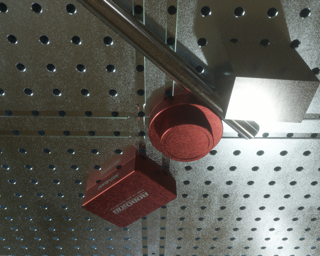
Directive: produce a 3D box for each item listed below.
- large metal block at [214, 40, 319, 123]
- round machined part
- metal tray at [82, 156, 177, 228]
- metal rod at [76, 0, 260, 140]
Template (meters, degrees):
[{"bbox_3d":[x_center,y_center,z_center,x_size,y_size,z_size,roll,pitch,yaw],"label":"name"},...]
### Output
[{"bbox_3d":[0.108,-0.052,0.333,0.081,0.080,0.050,3,130,-3],"label":"large metal block"},{"bbox_3d":[0.034,0.007,0.407,0.099,0.042,0.097,0,131,0],"label":"round machined part"},{"bbox_3d":[-0.049,0.107,0.499,0.130,0.030,0.090,-36,122,26],"label":"metal tray"},{"bbox_3d":[0.006,-0.075,0.339,0.301,0.025,0.025,36,121,-24],"label":"metal rod"}]
